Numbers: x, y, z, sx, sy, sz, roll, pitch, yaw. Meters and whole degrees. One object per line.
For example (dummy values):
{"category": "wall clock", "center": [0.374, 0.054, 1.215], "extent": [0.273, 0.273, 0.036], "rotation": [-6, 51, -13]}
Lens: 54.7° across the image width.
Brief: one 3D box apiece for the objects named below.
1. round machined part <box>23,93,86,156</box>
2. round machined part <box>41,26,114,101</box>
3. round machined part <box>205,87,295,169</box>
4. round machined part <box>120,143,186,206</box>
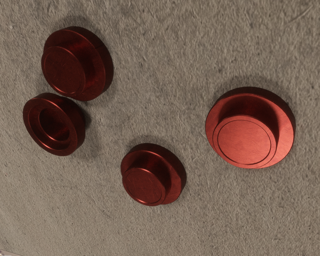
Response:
{"category": "round machined part", "center": [-0.153, -0.009, 0.469], "extent": [0.098, 0.042, 0.097], "rotation": [13, 124, 20]}
{"category": "round machined part", "center": [-0.114, -0.079, 0.405], "extent": [0.098, 0.042, 0.097], "rotation": [13, 124, 20]}
{"category": "round machined part", "center": [0.098, 0.006, 0.348], "extent": [0.098, 0.042, 0.097], "rotation": [13, 124, 20]}
{"category": "round machined part", "center": [-0.015, 0.074, 0.448], "extent": [0.098, 0.042, 0.097], "rotation": [13, 124, 20]}
